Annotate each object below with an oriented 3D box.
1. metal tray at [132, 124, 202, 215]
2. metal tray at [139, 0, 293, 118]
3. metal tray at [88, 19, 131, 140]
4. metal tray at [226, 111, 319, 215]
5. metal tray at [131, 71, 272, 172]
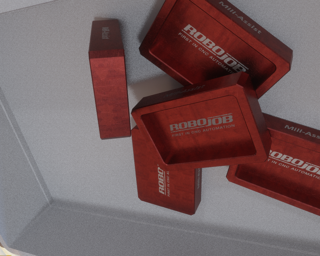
[{"bbox_3d":[0.011,0.055,0.434,0.090,0.030,0.129,11,123,22],"label":"metal tray"},{"bbox_3d":[0.053,-0.077,0.316,0.130,0.030,0.089,36,135,-3],"label":"metal tray"},{"bbox_3d":[-0.054,-0.058,0.336,0.030,0.130,0.089,-6,121,-7],"label":"metal tray"},{"bbox_3d":[0.150,0.042,0.351,0.130,0.030,0.089,20,126,16],"label":"metal tray"},{"bbox_3d":[0.043,-0.001,0.338,0.130,0.030,0.090,-11,117,33],"label":"metal tray"}]
